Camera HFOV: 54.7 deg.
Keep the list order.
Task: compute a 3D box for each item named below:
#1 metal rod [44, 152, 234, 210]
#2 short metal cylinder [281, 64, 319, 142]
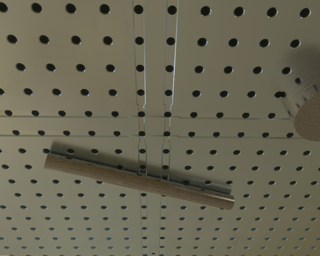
[{"bbox_3d":[-0.023,0.086,0.484,0.302,0.025,0.025,15,128,-14],"label":"metal rod"},{"bbox_3d":[0.195,-0.030,0.373,0.081,0.050,0.079,0,130,0],"label":"short metal cylinder"}]
